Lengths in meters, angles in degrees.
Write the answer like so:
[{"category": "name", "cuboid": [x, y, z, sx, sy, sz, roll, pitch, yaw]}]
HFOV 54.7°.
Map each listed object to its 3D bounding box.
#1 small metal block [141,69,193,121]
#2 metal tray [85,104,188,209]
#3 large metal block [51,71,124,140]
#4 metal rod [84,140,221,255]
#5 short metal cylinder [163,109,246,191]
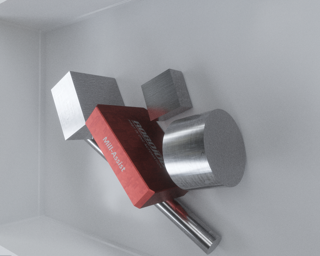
[{"category": "small metal block", "cuboid": [0.008, -0.041, 0.395, 0.050, 0.025, 0.050, -25, 75, 37]}, {"category": "metal tray", "cuboid": [-0.022, 0.028, 0.378, 0.030, 0.091, 0.130, -51, 61, 27]}, {"category": "large metal block", "cuboid": [-0.099, -0.030, 0.448, 0.050, 0.081, 0.080, -33, 70, 35]}, {"category": "metal rod", "cuboid": [-0.040, 0.062, 0.436, 0.300, 0.025, 0.025, 35, 112, 34]}, {"category": "short metal cylinder", "cuboid": [0.048, 0.024, 0.328, 0.050, 0.081, 0.080, -15, 81, 40]}]
